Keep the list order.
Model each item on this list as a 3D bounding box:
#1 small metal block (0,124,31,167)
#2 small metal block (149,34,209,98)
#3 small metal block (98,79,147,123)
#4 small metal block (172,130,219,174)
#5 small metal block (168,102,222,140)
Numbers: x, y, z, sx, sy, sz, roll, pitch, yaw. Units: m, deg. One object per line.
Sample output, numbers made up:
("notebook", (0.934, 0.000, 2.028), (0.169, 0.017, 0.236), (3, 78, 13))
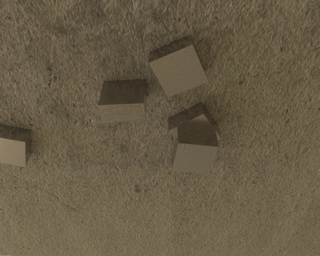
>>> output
("small metal block", (-0.207, 0.024, 0.425), (0.050, 0.025, 0.050), (11, 129, -10))
("small metal block", (0.021, -0.069, 0.349), (0.050, 0.025, 0.050), (-20, 128, 16))
("small metal block", (-0.042, -0.032, 0.363), (0.050, 0.050, 0.025), (-3, 130, 2))
("small metal block", (0.044, 0.031, 0.401), (0.050, 0.025, 0.050), (6, 130, -5))
("small metal block", (0.046, 0.001, 0.408), (0.050, 0.025, 0.050), (-27, 126, 21))
